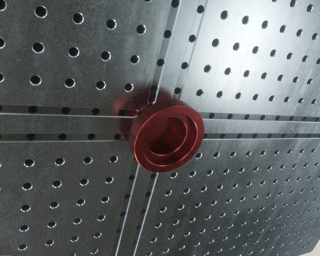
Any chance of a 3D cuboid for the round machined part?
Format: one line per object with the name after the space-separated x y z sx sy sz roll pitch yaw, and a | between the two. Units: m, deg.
0.005 0.006 0.405 0.099 0.042 0.097 -14 124 -21 | round machined part
